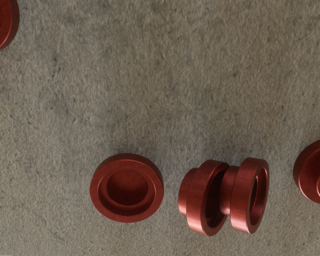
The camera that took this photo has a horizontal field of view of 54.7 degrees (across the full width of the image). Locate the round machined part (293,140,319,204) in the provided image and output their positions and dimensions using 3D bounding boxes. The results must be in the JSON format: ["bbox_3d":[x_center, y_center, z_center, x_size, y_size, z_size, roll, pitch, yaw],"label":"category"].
[{"bbox_3d":[0.242,0.065,0.428,0.099,0.042,0.097,0,110,-1],"label":"round machined part"}]

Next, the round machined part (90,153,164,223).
[{"bbox_3d":[-0.044,0.078,0.429,0.099,0.042,0.097,0,110,-1],"label":"round machined part"}]

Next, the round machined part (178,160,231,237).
[{"bbox_3d":[0.060,0.090,0.415,0.042,0.099,0.097,8,115,35],"label":"round machined part"}]

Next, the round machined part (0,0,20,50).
[{"bbox_3d":[-0.208,-0.133,0.349,0.099,0.042,0.097,0,110,-1],"label":"round machined part"}]

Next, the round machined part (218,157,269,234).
[{"bbox_3d":[0.111,0.087,0.414,0.042,0.099,0.097,8,114,33],"label":"round machined part"}]
